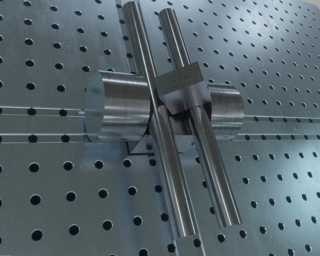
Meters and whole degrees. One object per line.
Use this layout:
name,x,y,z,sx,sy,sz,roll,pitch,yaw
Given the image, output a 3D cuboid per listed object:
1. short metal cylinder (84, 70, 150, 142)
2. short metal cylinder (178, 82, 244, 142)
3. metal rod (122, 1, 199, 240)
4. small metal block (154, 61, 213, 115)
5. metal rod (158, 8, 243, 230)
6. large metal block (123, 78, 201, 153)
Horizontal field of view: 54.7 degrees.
short metal cylinder,-0.051,-0.024,0.355,0.050,0.080,0.080,2,61,-28
short metal cylinder,0.066,-0.021,0.416,0.050,0.080,0.080,0,62,-27
metal rod,-0.007,-0.029,0.354,0.025,0.025,0.299,1,61,-28
small metal block,0.027,-0.043,0.348,0.050,0.050,0.025,-19,65,12
metal rod,0.042,-0.031,0.381,0.025,0.025,0.299,1,61,-28
large metal block,0.001,-0.015,0.397,0.081,0.050,0.080,1,61,-28
